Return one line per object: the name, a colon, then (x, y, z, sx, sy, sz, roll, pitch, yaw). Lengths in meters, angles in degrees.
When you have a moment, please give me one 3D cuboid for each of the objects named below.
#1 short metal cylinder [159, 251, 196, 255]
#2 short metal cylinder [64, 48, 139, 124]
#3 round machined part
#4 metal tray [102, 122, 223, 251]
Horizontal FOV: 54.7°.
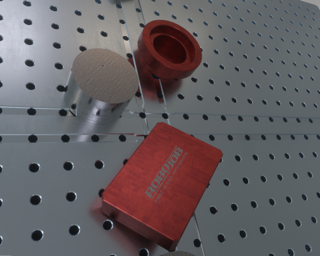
short metal cylinder: (0.010, 0.164, 0.297, 0.081, 0.050, 0.080, 13, 56, -21)
short metal cylinder: (-0.073, -0.051, 0.384, 0.081, 0.050, 0.080, 14, 56, -21)
round machined part: (0.011, -0.114, 0.473, 0.099, 0.042, 0.098, 14, 56, -21)
metal tray: (0.006, 0.059, 0.354, 0.090, 0.030, 0.131, 26, 50, 13)
